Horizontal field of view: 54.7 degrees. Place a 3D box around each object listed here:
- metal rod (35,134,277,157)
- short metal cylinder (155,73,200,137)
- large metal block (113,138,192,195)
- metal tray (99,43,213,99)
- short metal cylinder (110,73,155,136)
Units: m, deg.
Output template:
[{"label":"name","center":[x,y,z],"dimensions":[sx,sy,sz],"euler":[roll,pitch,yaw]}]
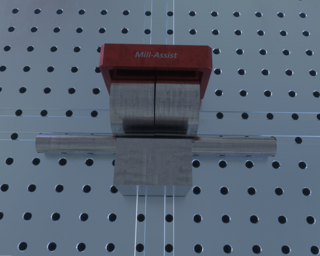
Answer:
[{"label":"metal rod","center":[-0.005,0.022,0.399],"dimensions":[0.302,0.025,0.025],"euler":[1,70,0]},{"label":"short metal cylinder","center":[0.020,-0.029,0.390],"dimensions":[0.050,0.080,0.080],"euler":[2,70,0]},{"label":"large metal block","center":[-0.007,0.048,0.360],"dimensions":[0.081,0.080,0.050],"euler":[1,70,0]},{"label":"metal tray","center":[-0.004,-0.069,0.398],"dimensions":[0.131,0.090,0.030],"euler":[1,70,0]},{"label":"short metal cylinder","center":[-0.032,-0.030,0.390],"dimensions":[0.050,0.080,0.080],"euler":[1,70,0]}]
